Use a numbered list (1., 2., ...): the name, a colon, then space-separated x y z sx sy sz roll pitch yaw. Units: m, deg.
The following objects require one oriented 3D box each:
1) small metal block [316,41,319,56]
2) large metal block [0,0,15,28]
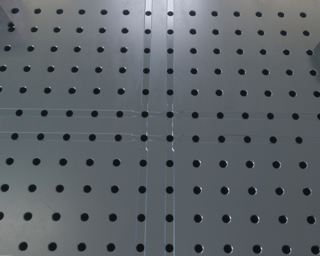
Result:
1. small metal block: 0.266 -0.109 0.453 0.050 0.025 0.050 -5 70 -2
2. large metal block: -0.272 -0.197 0.469 0.081 0.050 0.080 -9 70 -3
